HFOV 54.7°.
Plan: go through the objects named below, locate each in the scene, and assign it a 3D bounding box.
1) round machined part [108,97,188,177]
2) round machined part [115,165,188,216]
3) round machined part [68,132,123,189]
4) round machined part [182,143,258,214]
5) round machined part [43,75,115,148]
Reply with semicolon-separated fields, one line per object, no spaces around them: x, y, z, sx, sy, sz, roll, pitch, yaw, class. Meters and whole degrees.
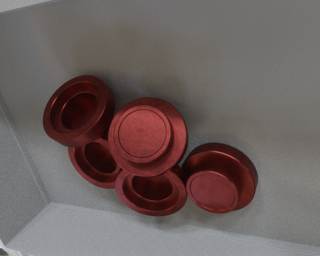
-0.017;0.009;0.373;0.098;0.042;0.097;-2;79;10;round machined part
-0.009;0.074;0.429;0.099;0.042;0.097;6;125;8;round machined part
-0.083;0.039;0.461;0.098;0.042;0.097;13;124;20;round machined part
0.073;0.071;0.400;0.098;0.042;0.097;13;124;20;round machined part
-0.102;-0.019;0.413;0.098;0.098;0.042;3;155;26;round machined part
